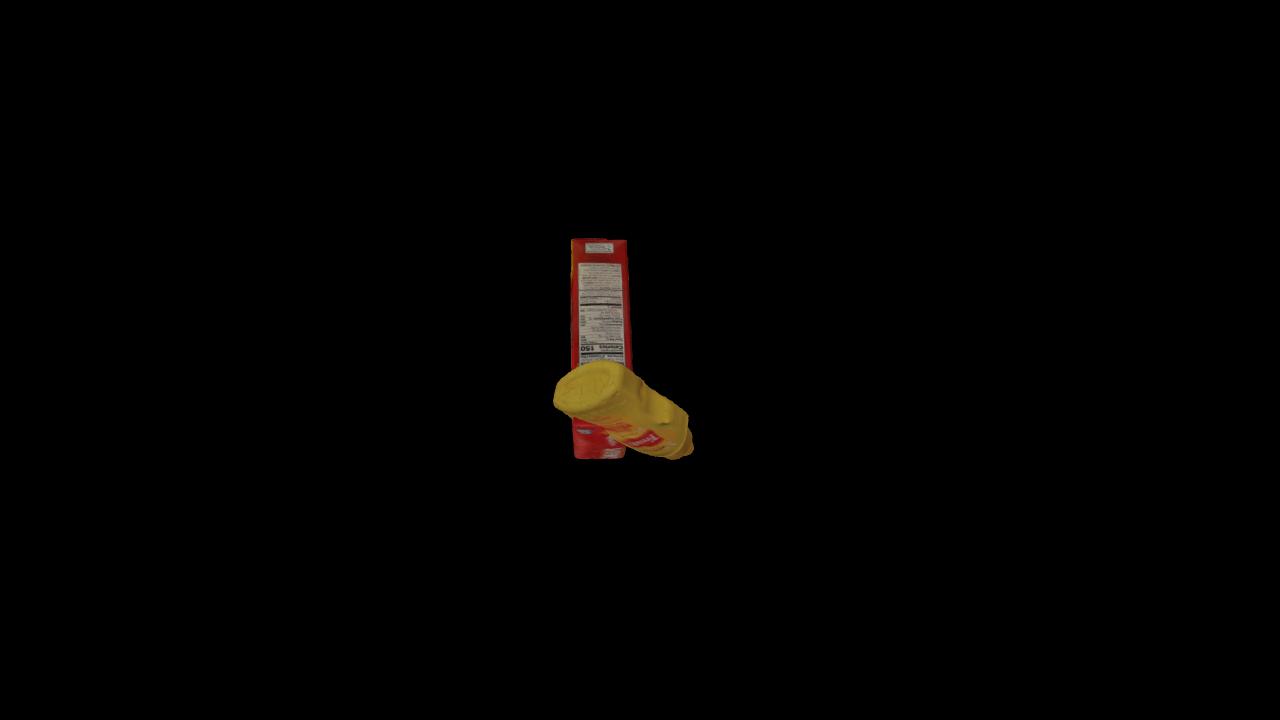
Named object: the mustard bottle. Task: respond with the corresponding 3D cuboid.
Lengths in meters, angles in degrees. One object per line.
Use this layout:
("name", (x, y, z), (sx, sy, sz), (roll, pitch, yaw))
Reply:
("mustard bottle", (0.002, 0.063, 0.653), (0.092, 0.054, 0.184), (-21, -39, 31))

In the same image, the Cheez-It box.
("Cheez-It box", (-0.047, -0.007, 0.729), (0.071, 0.223, 0.166), (0, -21, -4))
